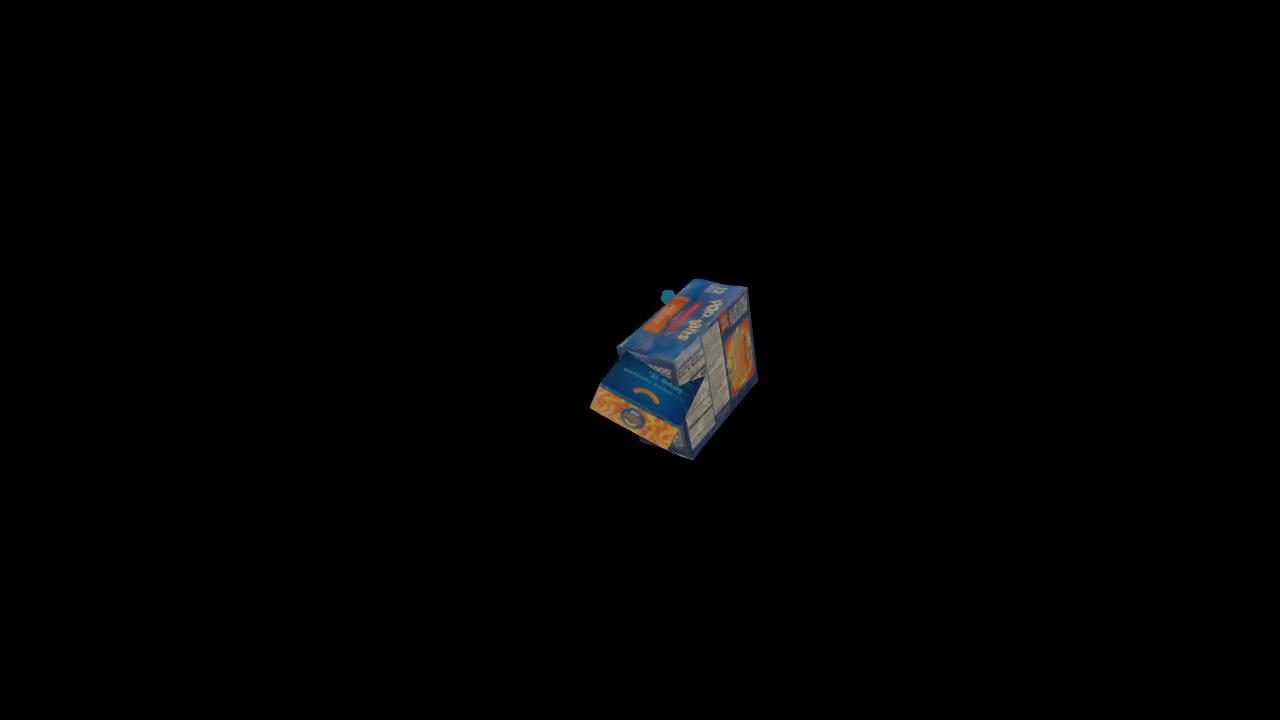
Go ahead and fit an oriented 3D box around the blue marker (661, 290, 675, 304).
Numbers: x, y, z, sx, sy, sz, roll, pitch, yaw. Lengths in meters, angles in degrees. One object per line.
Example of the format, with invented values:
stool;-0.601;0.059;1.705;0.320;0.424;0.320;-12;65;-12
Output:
blue marker;0.060;-0.040;0.759;0.020;0.121;0.020;-24;-26;-13

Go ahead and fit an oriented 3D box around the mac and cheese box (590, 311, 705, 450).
mac and cheese box;0.023;0.015;0.684;0.093;0.041;0.184;30;34;5

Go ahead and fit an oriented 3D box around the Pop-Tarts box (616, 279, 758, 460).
Pop-Tarts box;0.063;0.006;0.736;0.083;0.141;0.167;13;41;35
